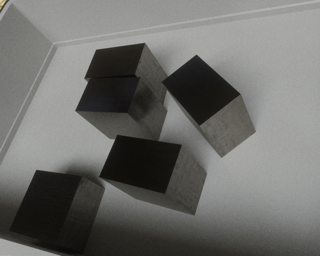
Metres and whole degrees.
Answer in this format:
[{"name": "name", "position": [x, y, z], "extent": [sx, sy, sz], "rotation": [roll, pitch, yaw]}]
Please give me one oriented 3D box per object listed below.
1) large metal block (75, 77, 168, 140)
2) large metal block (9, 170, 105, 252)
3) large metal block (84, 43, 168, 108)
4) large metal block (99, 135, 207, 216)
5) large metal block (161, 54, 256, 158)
[{"name": "large metal block", "position": [-0.048, -0.022, 0.409], "extent": [0.080, 0.080, 0.050], "rotation": [4, 64, 30]}, {"name": "large metal block", "position": [-0.128, 0.103, 0.394], "extent": [0.080, 0.050, 0.080], "rotation": [2, 63, 29]}, {"name": "large metal block", "position": [-0.043, -0.069, 0.435], "extent": [0.080, 0.080, 0.050], "rotation": [0, 62, 28]}, {"name": "large metal block", "position": [-0.004, 0.052, 0.341], "extent": [0.080, 0.080, 0.050], "rotation": [7, 66, 31]}, {"name": "large metal block", "position": [0.057, -0.024, 0.355], "extent": [0.050, 0.080, 0.080], "rotation": [-38, 51, 3]}]
